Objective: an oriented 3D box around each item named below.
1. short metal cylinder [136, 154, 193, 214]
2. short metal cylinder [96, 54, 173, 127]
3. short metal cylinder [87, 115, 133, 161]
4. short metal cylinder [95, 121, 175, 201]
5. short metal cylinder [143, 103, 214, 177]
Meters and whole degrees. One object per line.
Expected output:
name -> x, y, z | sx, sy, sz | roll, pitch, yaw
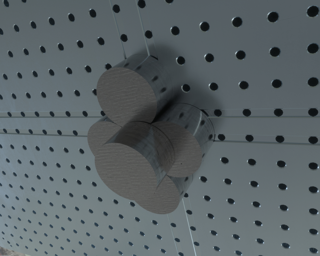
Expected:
short metal cylinder -> 0.000, 0.075, 0.441 | 0.080, 0.050, 0.079 | 12, 122, 21
short metal cylinder -> -0.030, -0.045, 0.383 | 0.080, 0.050, 0.079 | 13, 124, 20
short metal cylinder -> -0.053, 0.014, 0.432 | 0.080, 0.050, 0.079 | 13, 124, 21
short metal cylinder -> -0.029, 0.039, 0.369 | 0.080, 0.050, 0.079 | 13, 124, 21
short metal cylinder -> 0.023, 0.015, 0.392 | 0.080, 0.050, 0.079 | 13, 124, 21
